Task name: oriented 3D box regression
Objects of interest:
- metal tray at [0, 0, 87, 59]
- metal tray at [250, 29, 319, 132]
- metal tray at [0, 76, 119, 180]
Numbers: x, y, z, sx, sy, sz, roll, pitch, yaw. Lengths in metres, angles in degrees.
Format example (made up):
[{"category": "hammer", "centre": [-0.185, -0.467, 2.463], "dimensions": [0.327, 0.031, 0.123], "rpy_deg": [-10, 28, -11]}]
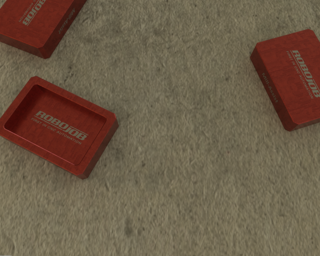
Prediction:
[{"category": "metal tray", "centre": [-0.180, -0.177, 0.468], "dimensions": [0.090, 0.030, 0.130], "rpy_deg": [22, 71, 7]}, {"category": "metal tray", "centre": [0.195, -0.069, 0.433], "dimensions": [0.091, 0.030, 0.130], "rpy_deg": [-17, 71, -7]}, {"category": "metal tray", "centre": [-0.132, -0.002, 0.404], "dimensions": [0.130, 0.030, 0.090], "rpy_deg": [26, 72, 8]}]
